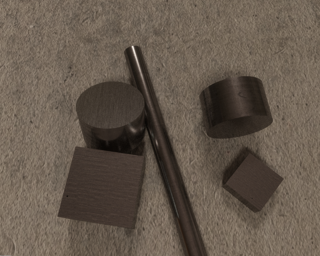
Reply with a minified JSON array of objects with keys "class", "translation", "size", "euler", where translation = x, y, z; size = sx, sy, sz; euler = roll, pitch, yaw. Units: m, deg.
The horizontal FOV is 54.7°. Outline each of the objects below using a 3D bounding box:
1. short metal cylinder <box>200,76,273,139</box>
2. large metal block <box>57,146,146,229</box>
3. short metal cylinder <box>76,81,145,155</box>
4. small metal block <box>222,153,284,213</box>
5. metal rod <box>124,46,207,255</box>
[{"class":"short metal cylinder","translation":[0.094,-0.023,0.389],"size":[0.081,0.080,0.050],"euler":[-7,70,-3]},{"class":"large metal block","translation":[-0.064,0.072,0.368],"size":[0.080,0.050,0.080],"euler":[8,70,2]},{"class":"short metal cylinder","translation":[-0.059,-0.013,0.385],"size":[0.081,0.050,0.080],"euler":[1,49,-1]},{"class":"small metal block","translation":[0.114,0.068,0.385],"size":[0.050,0.025,0.050],"euler":[39,74,12]},{"class":"metal rod","translation":[0.003,0.024,0.399],"size":[0.025,0.025,0.299],"euler":[-15,71,-6]}]
